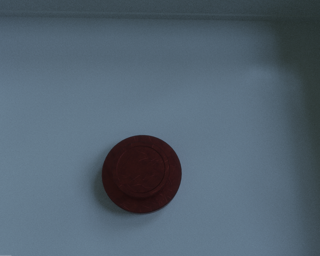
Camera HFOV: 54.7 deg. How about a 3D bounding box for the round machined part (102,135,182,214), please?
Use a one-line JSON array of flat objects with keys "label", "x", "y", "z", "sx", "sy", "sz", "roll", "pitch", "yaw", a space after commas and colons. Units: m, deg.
[{"label": "round machined part", "x": -0.022, "y": 0.054, "z": 0.380, "sx": 0.099, "sy": 0.042, "sz": 0.098, "roll": 0, "pitch": 70, "yaw": -1}]
